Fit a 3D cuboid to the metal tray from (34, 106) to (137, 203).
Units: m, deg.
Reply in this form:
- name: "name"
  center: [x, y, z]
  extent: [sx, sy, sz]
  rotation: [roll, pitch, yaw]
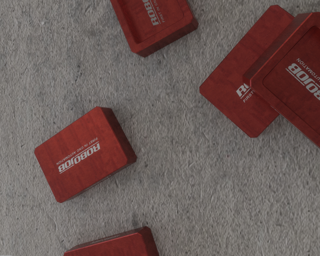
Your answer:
- name: "metal tray"
  center: [-0.109, 0.039, 0.445]
  extent: [0.130, 0.030, 0.090]
  rotation: [-32, 80, 17]

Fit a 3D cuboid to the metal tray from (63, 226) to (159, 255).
- name: "metal tray"
  center: [-0.063, 0.198, 0.428]
  extent: [0.130, 0.030, 0.090]
  rotation: [-21, 83, 18]

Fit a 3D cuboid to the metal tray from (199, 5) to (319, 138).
- name: "metal tray"
  center: [0.122, -0.063, 0.363]
  extent: [0.090, 0.030, 0.130]
  rotation: [44, 103, 14]

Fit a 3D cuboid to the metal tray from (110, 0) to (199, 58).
- name: "metal tray"
  center: [-0.016, -0.172, 0.411]
  extent: [0.090, 0.030, 0.129]
  rotation: [-25, 82, 18]

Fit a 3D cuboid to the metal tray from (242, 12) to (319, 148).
- name: "metal tray"
  center: [0.163, -0.042, 0.318]
  extent: [0.130, 0.030, 0.090]
  rotation: [38, 104, -12]
